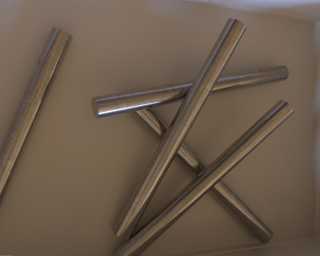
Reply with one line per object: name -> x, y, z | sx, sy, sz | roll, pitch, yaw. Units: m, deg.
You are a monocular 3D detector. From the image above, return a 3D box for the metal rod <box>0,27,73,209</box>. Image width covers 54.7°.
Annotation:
metal rod -> -0.167, 0.026, 0.349 | 0.025, 0.025, 0.299 | 23, 82, -19

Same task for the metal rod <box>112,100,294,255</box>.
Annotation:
metal rod -> 0.060, 0.070, 0.408 | 0.301, 0.025, 0.025 | -41, 104, -6

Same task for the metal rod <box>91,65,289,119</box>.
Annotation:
metal rod -> 0.059, -0.054, 0.416 | 0.303, 0.025, 0.025 | -13, 95, -26

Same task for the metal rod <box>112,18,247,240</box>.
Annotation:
metal rod -> 0.022, 0.004, 0.385 | 0.025, 0.025, 0.299 | 28, 94, -18

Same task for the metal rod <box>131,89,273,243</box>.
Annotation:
metal rod -> 0.059, 0.062, 0.433 | 0.300, 0.025, 0.025 | 45, 76, -15
